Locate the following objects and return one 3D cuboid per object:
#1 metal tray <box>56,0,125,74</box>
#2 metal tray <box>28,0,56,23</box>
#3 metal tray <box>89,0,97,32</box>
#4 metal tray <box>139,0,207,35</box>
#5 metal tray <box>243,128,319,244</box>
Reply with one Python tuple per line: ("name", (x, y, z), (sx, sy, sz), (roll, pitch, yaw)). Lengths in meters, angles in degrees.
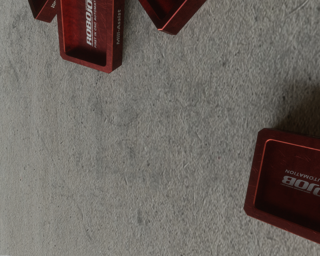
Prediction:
("metal tray", (-0.097, -0.150, 0.431), (0.090, 0.030, 0.129), (19, 127, 15))
("metal tray", (-0.197, -0.270, 0.564), (0.130, 0.030, 0.090), (-37, 68, 34))
("metal tray", (-0.107, -0.201, 0.468), (0.090, 0.030, 0.129), (52, 135, 27))
("metal tray", (0.007, -0.196, 0.395), (0.090, 0.030, 0.130), (-44, 64, 31))
("metal tray", (0.148, 0.055, 0.278), (0.130, 0.030, 0.089), (14, 99, 39))
